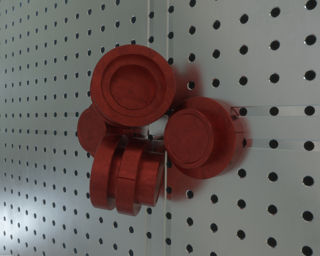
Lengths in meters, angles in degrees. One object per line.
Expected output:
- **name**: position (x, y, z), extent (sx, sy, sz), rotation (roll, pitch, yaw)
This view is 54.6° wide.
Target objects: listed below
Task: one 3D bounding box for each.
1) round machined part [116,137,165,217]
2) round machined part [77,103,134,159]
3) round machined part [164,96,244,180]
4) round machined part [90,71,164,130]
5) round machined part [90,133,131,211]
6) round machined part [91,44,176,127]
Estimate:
- **round machined part**: position (-0.021, 0.062, 0.392), extent (0.042, 0.098, 0.097), rotation (9, 97, 8)
- **round machined part**: position (-0.089, 0.003, 0.473), extent (0.098, 0.042, 0.097), rotation (0, 90, 40)
- **round machined part**: position (0.043, 0.012, 0.364), extent (0.098, 0.042, 0.097), rotation (0, 90, 40)
- **round machined part**: position (-0.042, -0.046, 0.412), extent (0.042, 0.099, 0.098), rotation (157, 109, -79)
- **round machined part**: position (-0.052, 0.057, 0.400), extent (0.042, 0.098, 0.097), rotation (8, 96, 8)
- **round machined part**: position (-0.033, -0.049, 0.381), extent (0.042, 0.099, 0.098), rotation (157, 109, -79)
